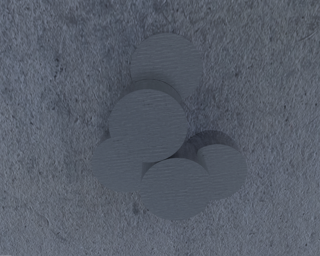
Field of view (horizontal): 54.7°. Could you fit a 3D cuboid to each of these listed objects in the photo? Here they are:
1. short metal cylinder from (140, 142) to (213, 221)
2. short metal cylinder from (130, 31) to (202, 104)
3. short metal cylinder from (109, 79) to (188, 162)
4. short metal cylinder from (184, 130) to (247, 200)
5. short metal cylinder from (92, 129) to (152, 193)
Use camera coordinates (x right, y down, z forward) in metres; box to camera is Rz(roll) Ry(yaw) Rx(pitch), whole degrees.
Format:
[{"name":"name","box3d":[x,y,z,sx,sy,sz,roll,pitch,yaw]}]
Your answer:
[{"name":"short metal cylinder","box3d":[0.018,0.060,0.366,0.081,0.050,0.079,0,110,-1]},{"name":"short metal cylinder","box3d":[0.007,-0.074,0.371,0.081,0.050,0.079,0,110,0]},{"name":"short metal cylinder","box3d":[-0.012,-0.009,0.340,0.080,0.050,0.079,0,110,0]},{"name":"short metal cylinder","box3d":[0.070,0.049,0.416,0.081,0.050,0.079,0,110,0]},{"name":"short metal cylinder","box3d":[-0.045,0.038,0.411,0.081,0.050,0.079,0,110,0]}]
